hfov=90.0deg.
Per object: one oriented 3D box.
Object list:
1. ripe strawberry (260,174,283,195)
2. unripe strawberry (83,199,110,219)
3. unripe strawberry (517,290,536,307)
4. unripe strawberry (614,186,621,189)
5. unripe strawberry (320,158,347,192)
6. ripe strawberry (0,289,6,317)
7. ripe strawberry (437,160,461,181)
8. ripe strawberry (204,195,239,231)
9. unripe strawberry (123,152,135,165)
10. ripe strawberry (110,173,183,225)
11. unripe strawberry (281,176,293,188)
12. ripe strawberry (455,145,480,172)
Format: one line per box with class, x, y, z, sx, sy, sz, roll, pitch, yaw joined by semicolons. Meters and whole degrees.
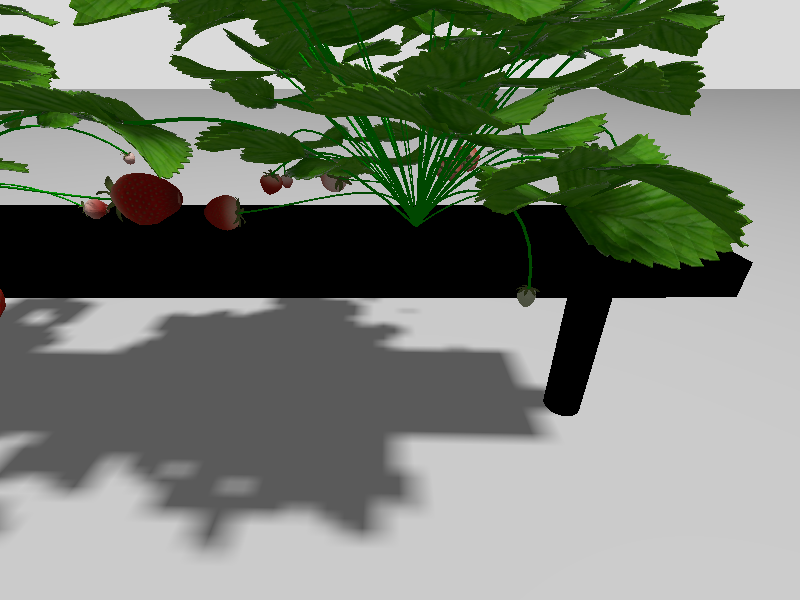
ripe strawberry;-0.146;-0.132;0.457;0.023;0.023;0.025;39;42;15
unripe strawberry;-0.286;-0.086;0.378;0.019;0.019;0.021;-2;29;-8
unripe strawberry;0.071;-0.001;0.225;0.011;0.011;0.010;-10;31;-17
unripe strawberry;0.219;-0.112;0.422;0.023;0.023;0.025;-10;31;-17
unripe strawberry;-0.077;-0.146;0.465;0.033;0.038;0.036;-20;34;-31
ripe strawberry;-0.224;0.001;0.198;0.044;0.046;0.040;23;37;34
ripe strawberry;0.063;-0.167;0.512;0.032;0.027;0.032;8;23;13
ripe strawberry;-0.155;-0.076;0.350;0.029;0.030;0.026;-2;30;-2
unripe strawberry;-0.409;-0.214;0.607;0.015;0.017;0.017;3;-32;5
ripe strawberry;-0.224;-0.091;0.359;0.052;0.045;0.052;0;30;-2
unripe strawberry;-0.132;-0.139;0.469;0.015;0.015;0.014;23;37;35
ripe strawberry;0.097;-0.203;0.571;0.034;0.036;0.037;9;30;16
